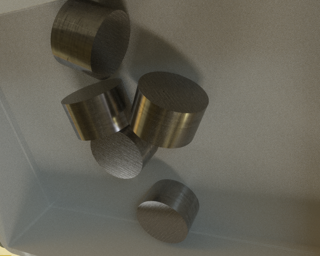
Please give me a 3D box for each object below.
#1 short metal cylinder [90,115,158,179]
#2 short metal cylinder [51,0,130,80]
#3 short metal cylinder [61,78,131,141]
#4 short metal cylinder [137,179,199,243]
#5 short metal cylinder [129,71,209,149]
[{"bbox_3d":[-0.049,0.024,0.433,0.080,0.050,0.079,13,124,21],"label":"short metal cylinder"},{"bbox_3d":[-0.076,-0.101,0.351,0.050,0.080,0.079,24,127,14],"label":"short metal cylinder"},{"bbox_3d":[-0.078,-0.025,0.399,0.080,0.080,0.050,-5,116,30],"label":"short metal cylinder"},{"bbox_3d":[0.012,0.124,0.463,0.080,0.050,0.079,13,124,21],"label":"short metal cylinder"},{"bbox_3d":[0.009,-0.022,0.355,0.080,0.080,0.050,27,128,11],"label":"short metal cylinder"}]
